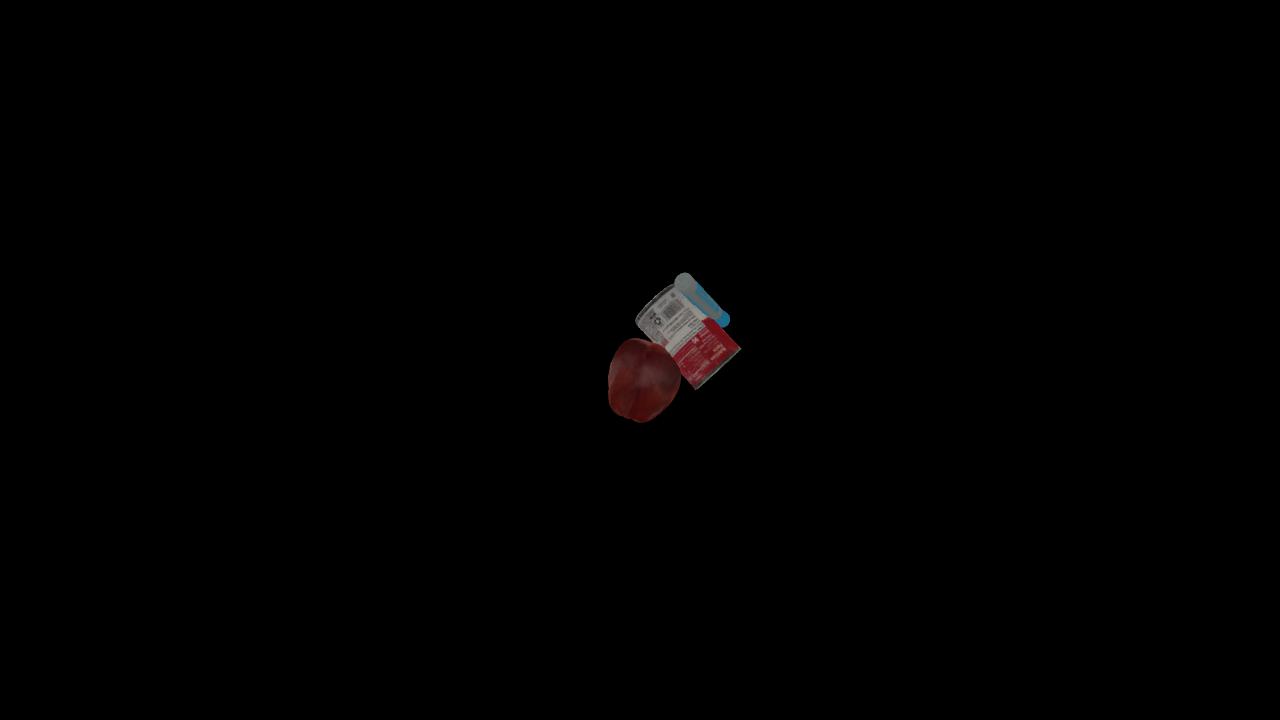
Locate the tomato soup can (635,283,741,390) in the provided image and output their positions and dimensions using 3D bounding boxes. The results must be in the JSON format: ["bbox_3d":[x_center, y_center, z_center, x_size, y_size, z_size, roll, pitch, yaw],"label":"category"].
[{"bbox_3d":[0.051,-0.026,0.669,0.068,0.101,0.068,-42,-7,-6],"label":"tomato soup can"}]

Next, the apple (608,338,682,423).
[{"bbox_3d":[0.005,0.021,0.670,0.079,0.093,0.079,21,-7,3],"label":"apple"}]

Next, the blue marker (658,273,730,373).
[{"bbox_3d":[0.067,-0.059,0.637,0.020,0.020,0.121,0,-15,27],"label":"blue marker"}]
